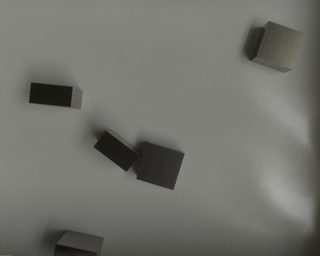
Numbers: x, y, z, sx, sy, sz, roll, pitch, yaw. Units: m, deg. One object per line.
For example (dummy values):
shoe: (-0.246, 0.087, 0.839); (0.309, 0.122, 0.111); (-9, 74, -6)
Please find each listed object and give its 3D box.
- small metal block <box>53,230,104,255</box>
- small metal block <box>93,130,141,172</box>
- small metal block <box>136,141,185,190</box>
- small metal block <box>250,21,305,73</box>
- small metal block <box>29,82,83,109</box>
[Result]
small metal block: (-0.103, 0.157, 0.398); (0.050, 0.050, 0.025); (12, 90, -1)
small metal block: (-0.053, 0.028, 0.398); (0.050, 0.050, 0.025); (37, 90, -1)
small metal block: (0.001, 0.049, 0.412); (0.050, 0.025, 0.050); (17, 90, -1)
small metal block: (0.156, -0.107, 0.413); (0.050, 0.025, 0.050); (19, 90, -1)
small metal block: (-0.131, -0.040, 0.397); (0.050, 0.050, 0.025); (6, 90, -1)
